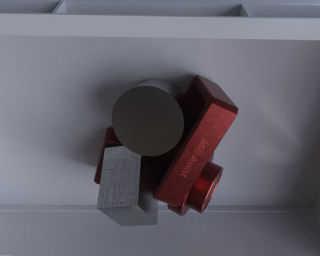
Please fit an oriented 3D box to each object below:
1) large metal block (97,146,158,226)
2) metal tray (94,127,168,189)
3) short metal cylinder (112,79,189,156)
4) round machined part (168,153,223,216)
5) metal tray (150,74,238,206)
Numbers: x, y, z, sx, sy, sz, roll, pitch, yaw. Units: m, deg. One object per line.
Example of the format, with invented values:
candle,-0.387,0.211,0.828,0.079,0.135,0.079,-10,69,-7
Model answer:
large metal block,-0.037,0.077,0.406,0.050,0.080,0.080,-7,146,14
metal tray,-0.022,0.054,0.448,0.131,0.030,0.089,13,129,-12
short metal cylinder,-0.009,-0.014,0.359,0.080,0.050,0.079,3,107,10
round machined part,0.053,0.076,0.420,0.042,0.098,0.097,25,133,19
metal tray,0.031,0.012,0.355,0.030,0.090,0.129,23,111,-15
